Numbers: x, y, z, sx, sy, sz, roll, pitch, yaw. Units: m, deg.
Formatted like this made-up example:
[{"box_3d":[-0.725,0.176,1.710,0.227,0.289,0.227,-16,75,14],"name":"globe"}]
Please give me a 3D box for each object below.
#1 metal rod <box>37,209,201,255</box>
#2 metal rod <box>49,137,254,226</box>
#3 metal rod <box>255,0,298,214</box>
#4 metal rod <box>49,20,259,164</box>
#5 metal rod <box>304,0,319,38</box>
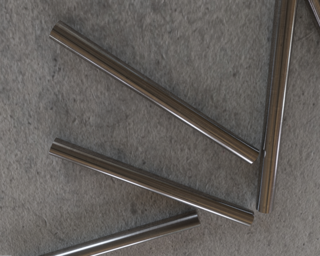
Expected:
[{"box_3d":[-0.085,0.179,0.474,0.301,0.025,0.025,-18,109,6],"name":"metal rod"},{"box_3d":[-0.005,0.079,0.438,0.302,0.025,0.025,22,109,-9],"name":"metal rod"},{"box_3d":[0.150,-0.021,0.404,0.025,0.025,0.298,-2,110,0],"name":"metal rod"},{"box_3d":[0.002,-0.039,0.395,0.301,0.025,0.025,32,107,-12],"name":"metal rod"},{"box_3d":[0.213,-0.101,0.375,0.025,0.025,0.299,-30,108,10],"name":"metal rod"}]
